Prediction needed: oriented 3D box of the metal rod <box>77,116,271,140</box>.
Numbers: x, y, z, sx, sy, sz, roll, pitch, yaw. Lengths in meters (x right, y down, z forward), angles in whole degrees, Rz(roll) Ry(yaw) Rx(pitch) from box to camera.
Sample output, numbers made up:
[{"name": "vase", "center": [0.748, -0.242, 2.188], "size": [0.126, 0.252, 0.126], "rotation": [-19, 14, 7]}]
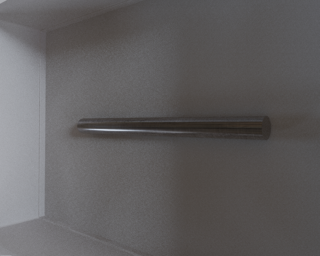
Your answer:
[{"name": "metal rod", "center": [-0.008, -0.002, 0.409], "size": [0.300, 0.025, 0.025], "rotation": [1, 91, 39]}]
